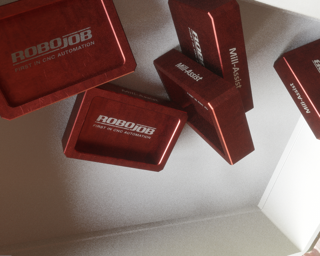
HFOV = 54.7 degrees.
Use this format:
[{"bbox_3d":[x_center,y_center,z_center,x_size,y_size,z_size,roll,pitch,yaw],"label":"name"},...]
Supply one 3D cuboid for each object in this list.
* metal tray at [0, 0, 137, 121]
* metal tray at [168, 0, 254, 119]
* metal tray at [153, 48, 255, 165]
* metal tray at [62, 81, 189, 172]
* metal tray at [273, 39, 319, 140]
[{"bbox_3d":[-0.098,-0.073,0.287,0.131,0.030,0.090,-24,107,-14],"label":"metal tray"},{"bbox_3d":[0.058,-0.081,0.347,0.030,0.090,0.129,-30,129,-10],"label":"metal tray"},{"bbox_3d":[0.046,-0.028,0.348,0.030,0.130,0.090,-33,129,-7],"label":"metal tray"},{"bbox_3d":[-0.041,0.001,0.375,0.131,0.030,0.089,14,111,-29],"label":"metal tray"},{"bbox_3d":[0.234,-0.059,0.441,0.091,0.130,0.030,-23,169,-14],"label":"metal tray"}]
